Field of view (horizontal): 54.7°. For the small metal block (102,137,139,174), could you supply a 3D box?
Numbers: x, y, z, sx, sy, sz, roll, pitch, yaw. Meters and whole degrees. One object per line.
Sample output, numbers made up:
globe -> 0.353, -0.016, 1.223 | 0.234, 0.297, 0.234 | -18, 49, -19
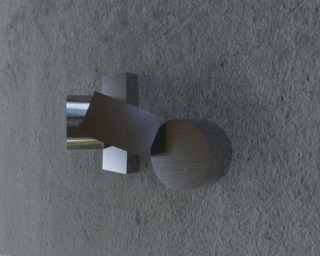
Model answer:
small metal block -> -0.057, 0.037, 0.450 | 0.050, 0.025, 0.050 | 4, 92, 39

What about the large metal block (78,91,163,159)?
large metal block -> -0.047, -0.002, 0.383 | 0.080, 0.080, 0.050 | 21, 87, -5

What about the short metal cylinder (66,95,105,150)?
short metal cylinder -> -0.109, -0.008, 0.454 | 0.080, 0.050, 0.079 | 180, 89, -75

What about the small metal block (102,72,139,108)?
small metal block -> -0.058, -0.051, 0.451 | 0.050, 0.025, 0.050 | -1, 89, 39

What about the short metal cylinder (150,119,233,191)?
short metal cylinder -> 0.036, 0.029, 0.359 | 0.080, 0.050, 0.079 | 0, 90, 39
